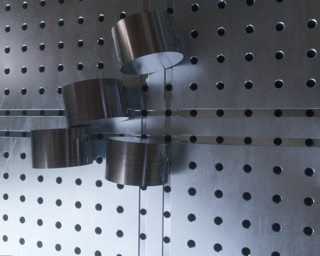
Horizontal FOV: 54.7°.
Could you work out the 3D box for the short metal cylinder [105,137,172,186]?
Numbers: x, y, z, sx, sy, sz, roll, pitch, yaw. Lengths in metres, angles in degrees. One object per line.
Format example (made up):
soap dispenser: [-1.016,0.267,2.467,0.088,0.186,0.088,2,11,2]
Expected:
short metal cylinder: [-0.027,0.040,0.392,0.080,0.080,0.050,5,92,19]

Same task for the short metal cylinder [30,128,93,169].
short metal cylinder: [-0.135,0.026,0.430,0.080,0.080,0.050,-3,89,19]

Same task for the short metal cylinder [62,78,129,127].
short metal cylinder: [-0.086,-0.031,0.412,0.080,0.080,0.050,-11,87,19]

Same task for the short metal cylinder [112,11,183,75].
short metal cylinder: [-0.016,-0.104,0.388,0.080,0.080,0.050,-14,85,19]
